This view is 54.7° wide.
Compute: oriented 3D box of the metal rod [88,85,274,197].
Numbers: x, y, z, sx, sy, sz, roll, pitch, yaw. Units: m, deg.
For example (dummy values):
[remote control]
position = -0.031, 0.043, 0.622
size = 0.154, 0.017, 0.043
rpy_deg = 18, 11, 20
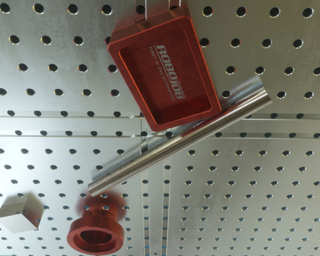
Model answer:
[metal rod]
position = 0.013, 0.028, 0.435
size = 0.300, 0.025, 0.025
rpy_deg = -31, 124, 23

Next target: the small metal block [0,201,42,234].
[small metal block]
position = -0.247, 0.158, 0.544
size = 0.050, 0.025, 0.050
rpy_deg = -13, 129, 11

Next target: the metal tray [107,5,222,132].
[metal tray]
position = 0.010, -0.060, 0.356
size = 0.090, 0.030, 0.130
rpy_deg = -17, 128, 13

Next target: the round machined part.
[round machined part]
position = -0.113, 0.186, 0.557
size = 0.099, 0.042, 0.097
rpy_deg = 0, 130, 0
